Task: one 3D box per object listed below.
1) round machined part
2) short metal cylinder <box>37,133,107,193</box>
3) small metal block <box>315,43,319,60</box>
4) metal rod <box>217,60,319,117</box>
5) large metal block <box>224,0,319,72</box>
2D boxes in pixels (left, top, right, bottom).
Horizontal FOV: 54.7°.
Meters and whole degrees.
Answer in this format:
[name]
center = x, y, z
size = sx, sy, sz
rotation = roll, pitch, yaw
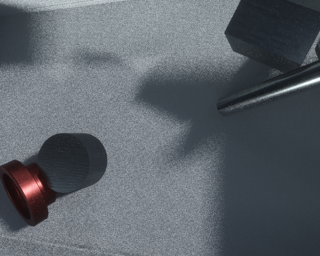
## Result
[round machined part]
center = -0.189, 0.089, 0.450
size = 0.098, 0.042, 0.097
rotation = 26, 130, 36
[short metal cylinder]
center = -0.122, 0.047, 0.437
size = 0.080, 0.050, 0.079
rotation = 0, 89, 17
[small metal block]
center = 0.206, -0.076, 0.338
size = 0.050, 0.025, 0.050
rotation = -19, 84, 18
[metal rod]
center = 0.168, -0.057, 0.269
size = 0.299, 0.025, 0.025
rotation = -20, 83, 51
[large metal block]
center = 0.123, -0.101, 0.338
size = 0.080, 0.080, 0.050
rotation = 29, 99, 17
